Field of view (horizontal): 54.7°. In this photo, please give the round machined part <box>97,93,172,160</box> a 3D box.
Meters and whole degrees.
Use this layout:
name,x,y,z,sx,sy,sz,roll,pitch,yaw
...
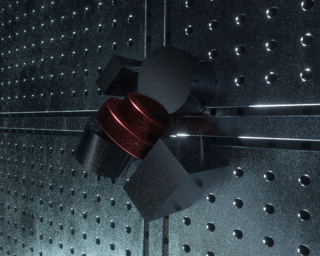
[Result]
name,x,y,z,sx,sy,sz,roll,pitch,yaw
round machined part,-0.024,-0.006,0.380,0.042,0.098,0.098,-49,61,14

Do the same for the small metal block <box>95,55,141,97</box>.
name,x,y,z,sx,sy,sz,roll,pitch,yaw
small metal block,-0.053,-0.071,0.434,0.050,0.050,0.025,-49,61,28

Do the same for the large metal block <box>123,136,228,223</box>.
name,x,y,z,sx,sy,sz,roll,pitch,yaw
large metal block,0.018,0.056,0.357,0.050,0.081,0.080,51,120,27

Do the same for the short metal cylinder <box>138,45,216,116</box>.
name,x,y,z,sx,sy,sz,roll,pitch,yaw
short metal cylinder,0.020,-0.055,0.375,0.080,0.050,0.079,0,90,39

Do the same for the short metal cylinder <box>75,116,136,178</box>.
name,x,y,z,sx,sy,sz,roll,pitch,yaw
short metal cylinder,-0.070,0.025,0.428,0.080,0.081,0.050,38,113,33
